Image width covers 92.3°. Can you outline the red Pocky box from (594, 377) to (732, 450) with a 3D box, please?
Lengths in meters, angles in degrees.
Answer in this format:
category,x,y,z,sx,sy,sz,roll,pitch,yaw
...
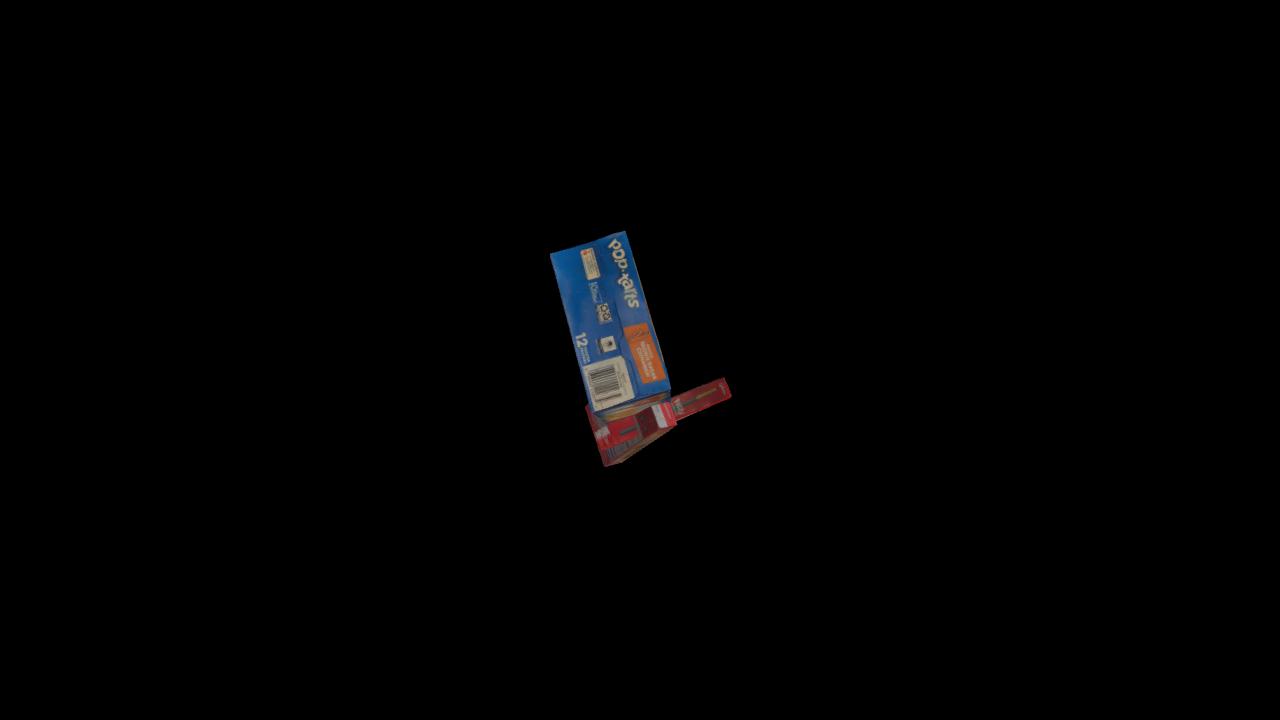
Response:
category,x,y,z,sx,sy,sz,roll,pitch,yaw
red Pocky box,0.026,0.064,0.730,0.155,0.028,0.083,-21,-7,-17

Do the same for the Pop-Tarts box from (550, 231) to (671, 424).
category,x,y,z,sx,sy,sz,roll,pitch,yaw
Pop-Tarts box,-0.026,-0.026,0.655,0.083,0.167,0.141,-15,-12,-1

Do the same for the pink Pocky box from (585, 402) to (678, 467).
category,x,y,z,sx,sy,sz,roll,pitch,yaw
pink Pocky box,-0.015,0.064,0.721,0.029,0.084,0.155,-10,-19,-31
